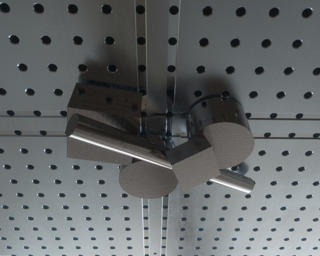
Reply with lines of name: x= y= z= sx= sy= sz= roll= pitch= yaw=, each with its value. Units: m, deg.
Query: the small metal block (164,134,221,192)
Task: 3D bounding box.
small metal block: x=0.039 y=0.042 z=0.368 sx=0.050 sy=0.025 sz=0.050 roll=-25 pitch=128 yaw=-3

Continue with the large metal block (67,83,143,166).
large metal block: x=-0.069 y=-0.003 z=0.385 sx=0.081 sy=0.050 sz=0.079 roll=8 pitch=130 yaw=-7

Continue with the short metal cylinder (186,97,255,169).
short metal cylinder: x=0.075 y=0.008 z=0.398 sx=0.081 sy=0.050 sz=0.079 roll=0 pitch=130 yaw=0

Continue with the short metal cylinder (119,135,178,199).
short metal cylinder: x=-0.015 y=0.055 z=0.437 sx=0.081 sy=0.050 sz=0.079 roll=0 pitch=130 yaw=0

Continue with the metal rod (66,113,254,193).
metal rod: x=0.025 y=0.043 z=0.398 sx=0.302 sy=0.025 sz=0.025 roll=22 pitch=128 yaw=-36
